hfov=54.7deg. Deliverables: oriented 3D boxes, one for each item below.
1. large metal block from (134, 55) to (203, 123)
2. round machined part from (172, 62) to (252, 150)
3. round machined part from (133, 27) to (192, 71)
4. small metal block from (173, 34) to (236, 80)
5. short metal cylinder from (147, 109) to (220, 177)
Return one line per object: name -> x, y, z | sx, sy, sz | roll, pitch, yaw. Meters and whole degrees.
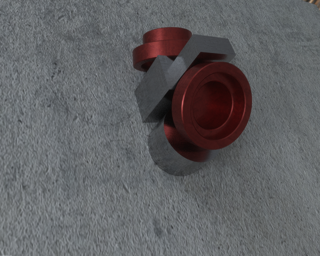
large metal block -> 0.022, -0.049, 0.412 | 0.081, 0.080, 0.050 | -2, 63, -30
round machined part -> 0.055, -0.027, 0.357 | 0.099, 0.042, 0.097 | -7, 103, -28
round machined part -> 0.011, -0.107, 0.426 | 0.099, 0.098, 0.042 | -2, 88, -30
small metal block -> 0.051, -0.081, 0.364 | 0.050, 0.050, 0.025 | -3, 63, -30
short metal cylinder -> 0.030, 0.017, 0.398 | 0.081, 0.050, 0.080 | 14, 56, -21
